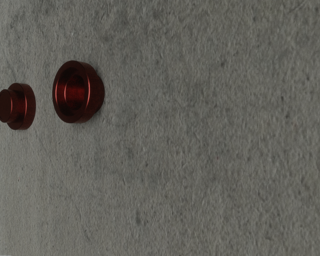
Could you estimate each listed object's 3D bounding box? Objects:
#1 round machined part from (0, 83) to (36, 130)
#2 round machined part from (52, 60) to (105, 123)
[{"bbox_3d":[-0.301,-0.044,0.638,0.098,0.042,0.097,0,90,39],"label":"round machined part"},{"bbox_3d":[-0.127,-0.056,0.496,0.098,0.042,0.097,0,90,39],"label":"round machined part"}]
